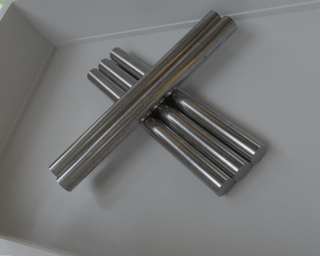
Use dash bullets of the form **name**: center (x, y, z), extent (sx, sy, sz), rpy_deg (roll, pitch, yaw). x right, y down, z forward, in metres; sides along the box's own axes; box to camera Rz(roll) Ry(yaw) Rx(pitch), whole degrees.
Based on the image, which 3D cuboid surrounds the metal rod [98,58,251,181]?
- **metal rod**: center (-0.002, -0.029, 0.422), extent (0.025, 0.025, 0.300), rpy_deg (-47, 51, -4)

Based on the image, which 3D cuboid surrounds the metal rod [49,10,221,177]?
- **metal rod**: center (-0.030, -0.046, 0.416), extent (0.300, 0.025, 0.025), rpy_deg (-44, 51, -3)

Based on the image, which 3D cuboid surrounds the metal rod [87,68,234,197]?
- **metal rod**: center (-0.020, -0.012, 0.422), extent (0.025, 0.025, 0.300), rpy_deg (-47, 51, -4)

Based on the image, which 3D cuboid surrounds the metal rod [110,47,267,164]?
- **metal rod**: center (0.017, -0.047, 0.424), extent (0.025, 0.025, 0.300), rpy_deg (-46, 51, -4)

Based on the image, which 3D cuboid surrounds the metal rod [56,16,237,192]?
- **metal rod**: center (-0.014, -0.033, 0.400), extent (0.300, 0.025, 0.025), rpy_deg (-44, 51, -3)
